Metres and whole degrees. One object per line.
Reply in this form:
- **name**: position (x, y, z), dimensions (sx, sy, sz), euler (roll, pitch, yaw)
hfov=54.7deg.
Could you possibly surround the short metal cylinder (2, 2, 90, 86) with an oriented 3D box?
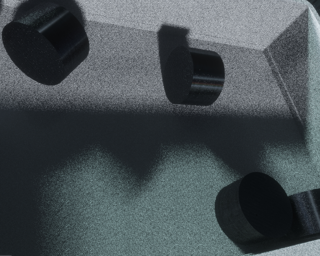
- **short metal cylinder**: position (-0.130, -0.096, 0.359), dimensions (0.080, 0.080, 0.050), euler (35, 51, -5)

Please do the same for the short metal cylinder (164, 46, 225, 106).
- **short metal cylinder**: position (0.046, -0.072, 0.439), dimensions (0.050, 0.080, 0.080), euler (1, 61, -28)

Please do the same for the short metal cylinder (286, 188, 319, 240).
- **short metal cylinder**: position (0.202, 0.115, 0.409), dimensions (0.081, 0.080, 0.050), euler (4, 60, -26)

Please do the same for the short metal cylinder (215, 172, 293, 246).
- **short metal cylinder**: position (0.117, 0.102, 0.390), dimensions (0.081, 0.050, 0.080), euler (14, 56, -21)
